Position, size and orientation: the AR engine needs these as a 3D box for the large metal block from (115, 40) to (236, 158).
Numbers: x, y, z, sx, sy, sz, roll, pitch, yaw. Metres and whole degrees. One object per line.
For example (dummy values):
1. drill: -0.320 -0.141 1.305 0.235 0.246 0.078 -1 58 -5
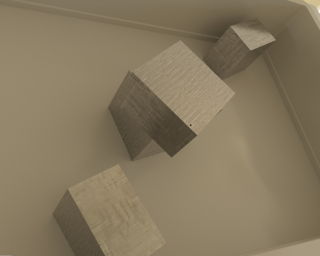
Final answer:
1. large metal block: 0.016 -0.031 0.316 0.080 0.050 0.080 45 51 2

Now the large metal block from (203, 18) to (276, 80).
1. large metal block: 0.134 -0.133 0.526 0.081 0.080 0.050 -28 78 -38

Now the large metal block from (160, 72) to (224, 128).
1. large metal block: 0.025 -0.035 0.407 0.050 0.080 0.080 -11 67 -33

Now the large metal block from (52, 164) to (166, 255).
1. large metal block: -0.051 0.092 0.288 0.050 0.080 0.080 -24 75 -37

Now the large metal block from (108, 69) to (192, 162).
1. large metal block: -0.014 -0.017 0.375 0.050 0.080 0.080 -14 69 -34
